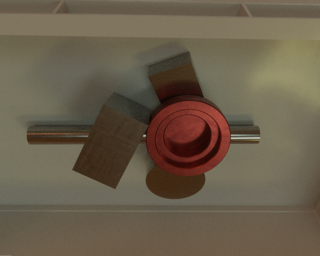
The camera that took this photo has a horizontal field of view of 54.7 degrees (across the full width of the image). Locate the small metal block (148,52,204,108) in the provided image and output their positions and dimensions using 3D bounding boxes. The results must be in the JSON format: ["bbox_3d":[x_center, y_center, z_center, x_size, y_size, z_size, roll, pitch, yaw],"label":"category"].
[{"bbox_3d":[0.019,-0.054,0.362,0.050,0.025,0.050,-16,129,13],"label":"small metal block"}]

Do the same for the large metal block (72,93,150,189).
[{"bbox_3d":[-0.053,0.011,0.360,0.050,0.080,0.080,26,103,-7],"label":"large metal block"}]

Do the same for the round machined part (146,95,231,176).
[{"bbox_3d":[0.033,0.006,0.377,0.099,0.042,0.097,0,113,0],"label":"round machined part"}]

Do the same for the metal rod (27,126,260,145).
[{"bbox_3d":[-0.021,0.009,0.413,0.302,0.025,0.025,0,130,-1],"label":"metal rod"}]

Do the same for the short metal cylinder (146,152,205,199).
[{"bbox_3d":[0.021,0.056,0.437,0.081,0.050,0.079,0,130,0],"label":"short metal cylinder"}]
